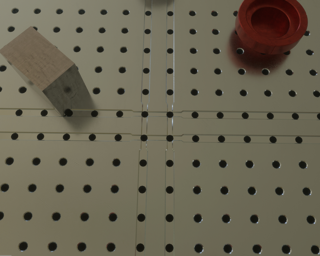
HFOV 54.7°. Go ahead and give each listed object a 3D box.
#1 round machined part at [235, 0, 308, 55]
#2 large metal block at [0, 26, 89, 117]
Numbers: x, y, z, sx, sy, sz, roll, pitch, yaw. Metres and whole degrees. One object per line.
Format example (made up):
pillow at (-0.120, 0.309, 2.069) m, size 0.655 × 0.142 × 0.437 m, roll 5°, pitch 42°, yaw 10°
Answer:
round machined part at (0.160, -0.150, 0.459) m, size 0.099 × 0.042 × 0.098 m, roll 0°, pitch 70°, yaw 0°
large metal block at (-0.148, -0.071, 0.407) m, size 0.080 × 0.080 × 0.050 m, roll 40°, pitch 75°, yaw 13°
